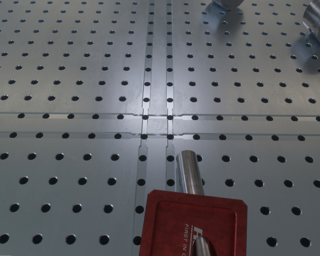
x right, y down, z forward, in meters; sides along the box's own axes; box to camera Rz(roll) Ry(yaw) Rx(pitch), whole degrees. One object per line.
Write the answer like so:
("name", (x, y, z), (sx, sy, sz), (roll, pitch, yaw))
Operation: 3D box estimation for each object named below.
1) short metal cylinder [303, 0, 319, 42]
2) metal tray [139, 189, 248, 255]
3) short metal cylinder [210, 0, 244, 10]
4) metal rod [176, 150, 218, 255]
("short metal cylinder", (0.298, -0.191, 0.534), (0.081, 0.080, 0.050), (-10, 51, -8))
("metal tray", (0.026, 0.126, 0.272), (0.090, 0.030, 0.130), (6, 69, 5))
("short metal cylinder", (0.134, -0.281, 0.609), (0.081, 0.080, 0.050), (-29, 56, -22))
("metal rod", (0.041, 0.133, 0.264), (0.025, 0.025, 0.300), (-3, 40, -2))
